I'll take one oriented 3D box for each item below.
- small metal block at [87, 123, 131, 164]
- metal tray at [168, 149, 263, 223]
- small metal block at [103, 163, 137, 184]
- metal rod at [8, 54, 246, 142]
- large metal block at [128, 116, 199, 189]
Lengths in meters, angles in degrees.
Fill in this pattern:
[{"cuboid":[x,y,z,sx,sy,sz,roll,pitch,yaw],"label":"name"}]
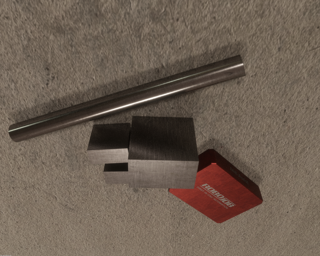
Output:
[{"cuboid":[-0.064,0.020,0.407,0.050,0.050,0.025,-3,130,2],"label":"small metal block"},{"cuboid":[0.087,0.096,0.487,0.090,0.030,0.130,-36,122,26],"label":"metal tray"},{"cuboid":[-0.049,0.050,0.433,0.050,0.050,0.025,0,130,0],"label":"small metal block"},{"cuboid":[-0.049,-0.032,0.379,0.301,0.025,0.025,-15,129,12],"label":"metal rod"},{"cuboid":[0.003,0.030,0.397,0.081,0.080,0.050,2,130,-2],"label":"large metal block"}]
